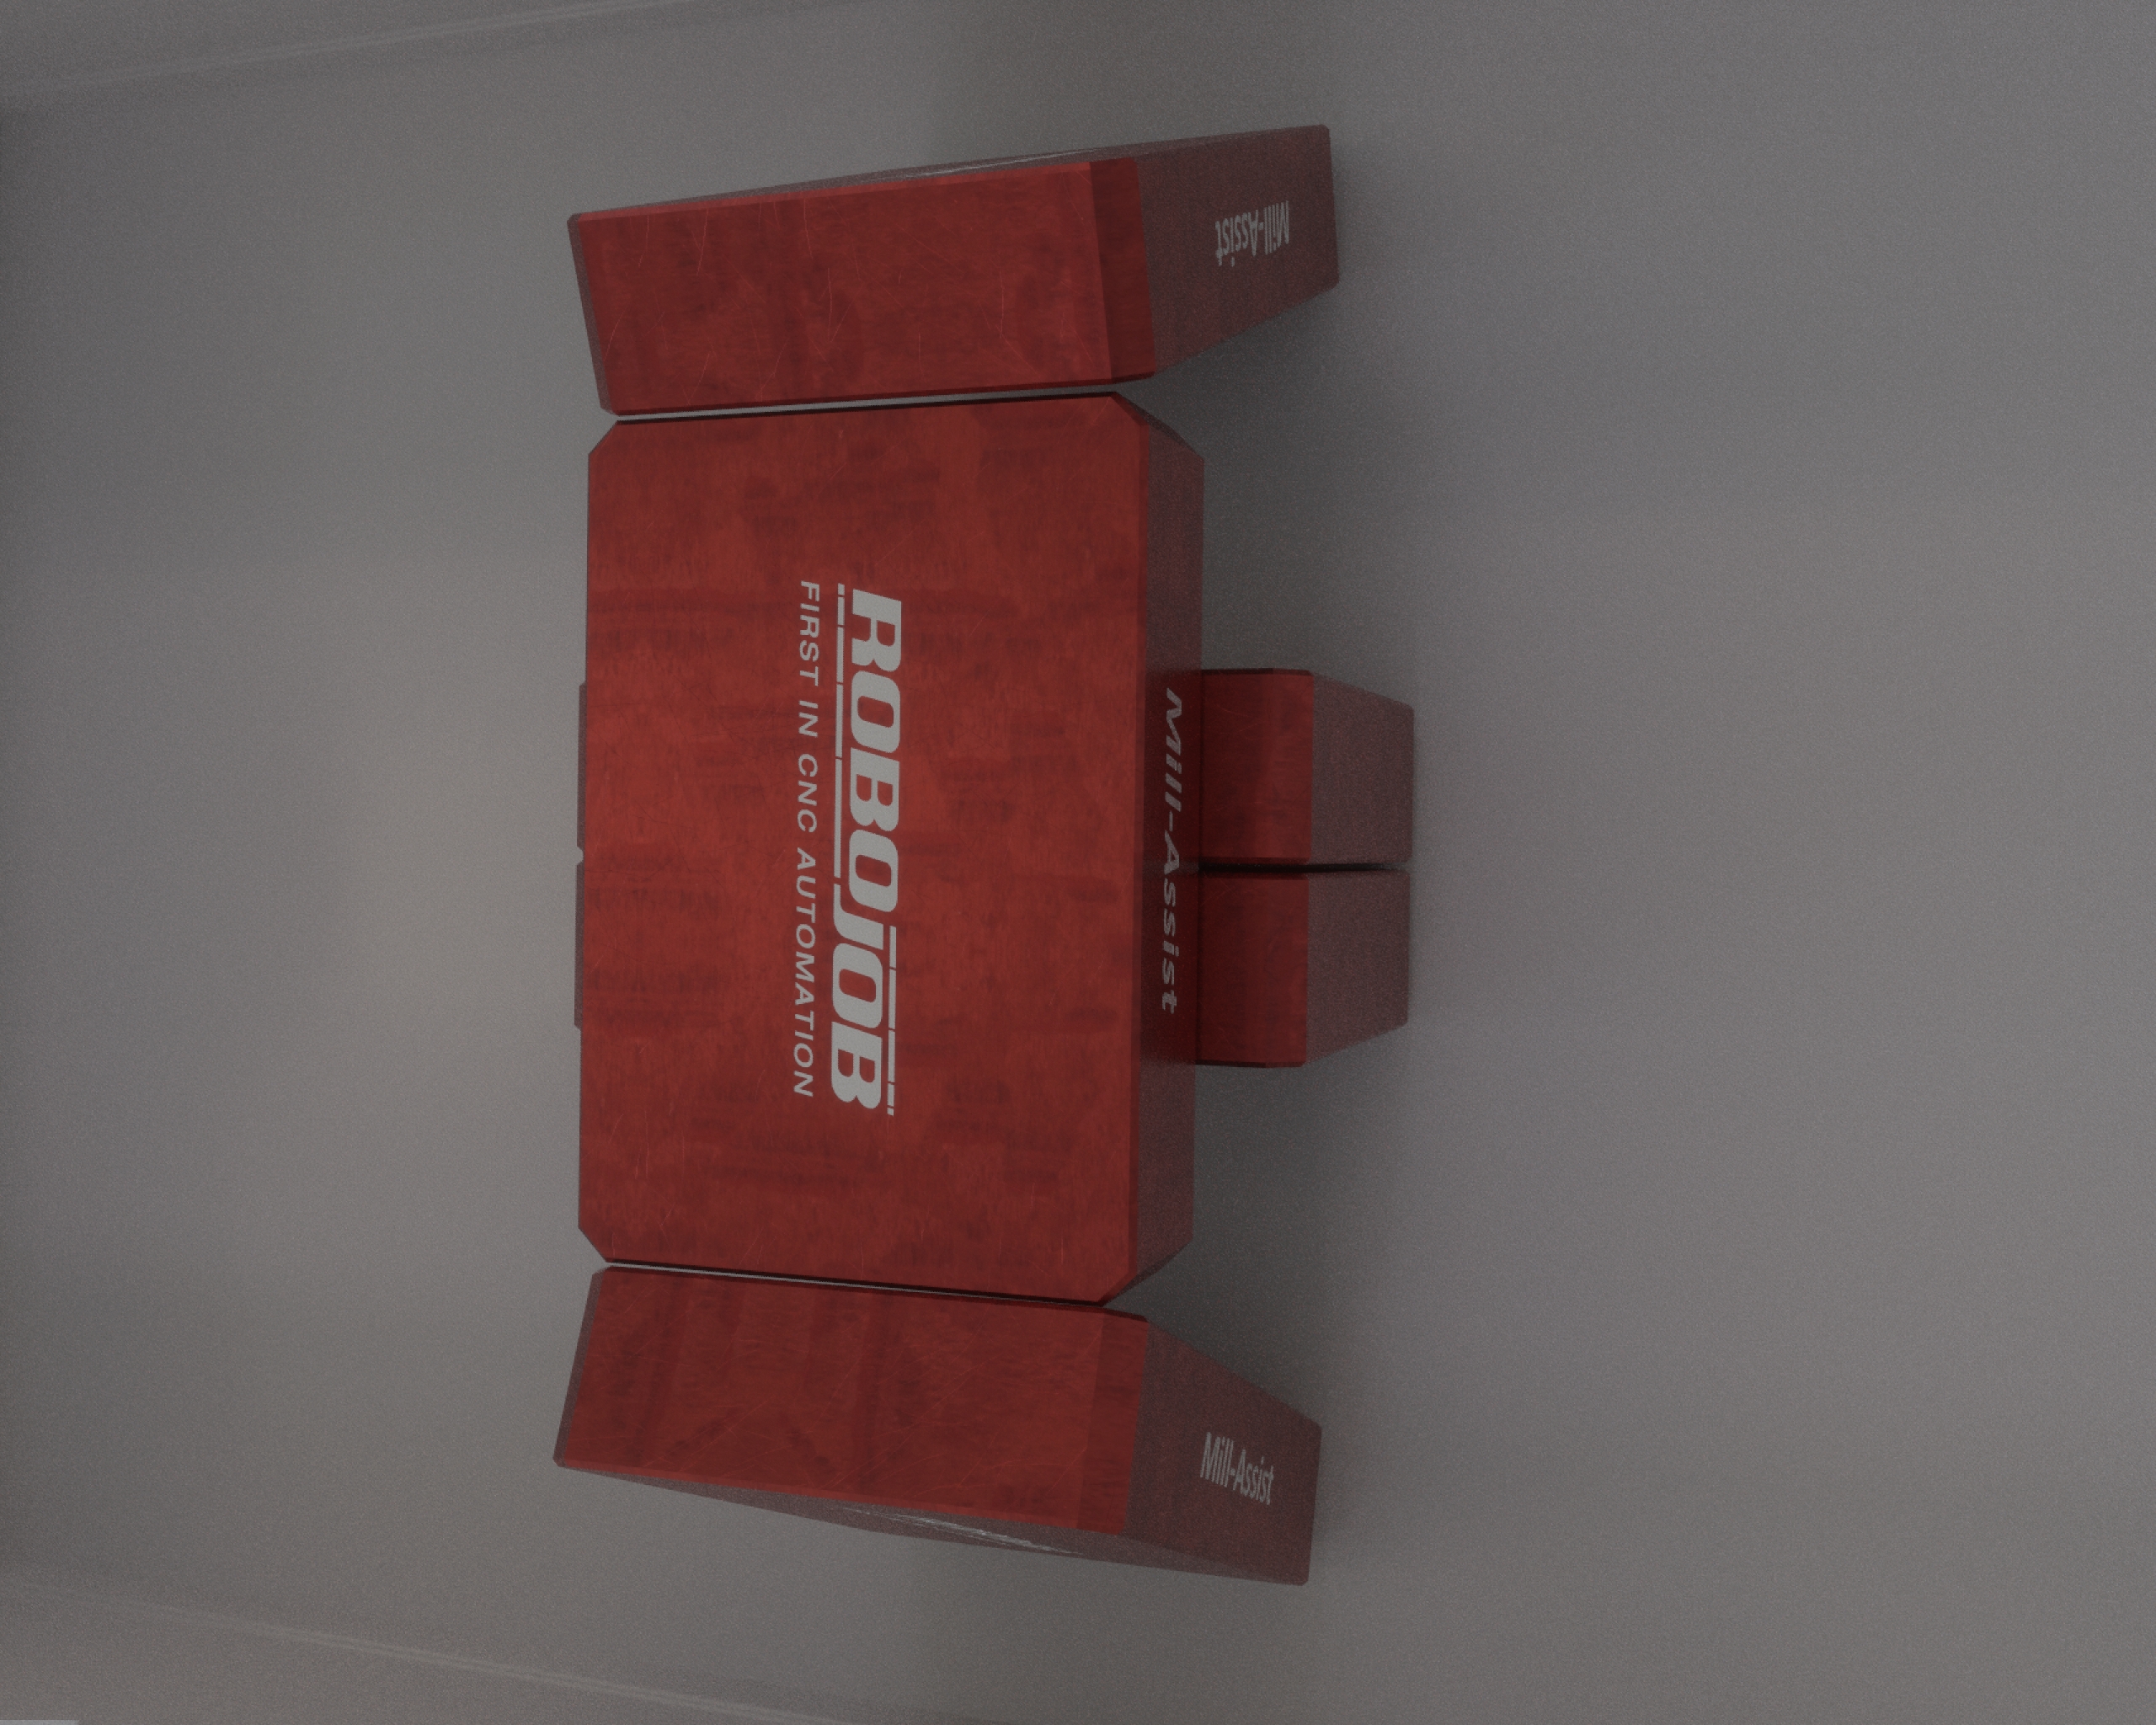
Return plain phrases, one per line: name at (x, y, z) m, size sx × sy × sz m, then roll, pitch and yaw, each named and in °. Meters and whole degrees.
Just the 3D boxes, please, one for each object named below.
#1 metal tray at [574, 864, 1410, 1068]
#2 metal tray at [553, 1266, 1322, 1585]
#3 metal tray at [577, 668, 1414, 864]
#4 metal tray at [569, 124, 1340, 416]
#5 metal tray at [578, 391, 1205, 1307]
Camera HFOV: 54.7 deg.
metal tray at (-0.012, 0.015, 0.380) m, size 0.130 × 0.090 × 0.030 m, roll 1°, pitch 91°, yaw 20°
metal tray at (-0.016, 0.099, 0.357) m, size 0.090 × 0.130 × 0.030 m, roll 1°, pitch 69°, yaw 19°
metal tray at (-0.012, -0.016, 0.379) m, size 0.130 × 0.090 × 0.030 m, roll 1°, pitch 91°, yaw 20°
metal tray at (-0.013, -0.104, 0.357) m, size 0.090 × 0.131 × 0.030 m, roll 1°, pitch 111°, yaw 20°
metal tray at (-0.029, -0.003, 0.320) m, size 0.090 × 0.030 × 0.129 m, roll 1°, pitch 90°, yaw 19°
